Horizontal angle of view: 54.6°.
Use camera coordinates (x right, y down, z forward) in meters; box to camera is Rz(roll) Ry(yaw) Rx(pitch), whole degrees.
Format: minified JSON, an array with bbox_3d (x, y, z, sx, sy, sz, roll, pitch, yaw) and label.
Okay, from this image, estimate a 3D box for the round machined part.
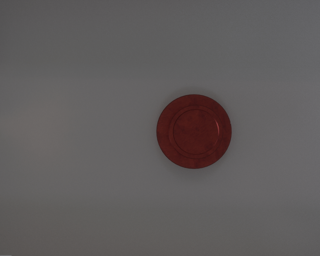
[{"bbox_3d":[0.045,0.005,0.403,0.099,0.042,0.097,0,90,0],"label":"round machined part"}]
